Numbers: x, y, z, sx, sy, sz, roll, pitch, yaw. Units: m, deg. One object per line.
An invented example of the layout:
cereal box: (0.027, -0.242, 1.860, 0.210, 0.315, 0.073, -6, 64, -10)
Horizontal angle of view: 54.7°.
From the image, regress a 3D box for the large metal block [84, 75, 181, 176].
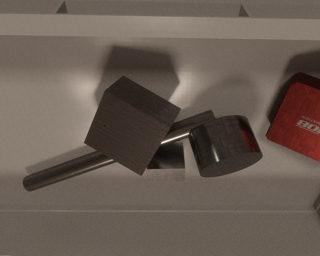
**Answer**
large metal block: (-0.033, -0.003, 0.371, 0.080, 0.050, 0.079, 30, 123, 1)

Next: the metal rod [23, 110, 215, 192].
metal rod: (-0.066, 0.037, 0.439, 0.301, 0.025, 0.025, -20, 128, 15)

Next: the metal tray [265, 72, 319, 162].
metal tray: (0.206, -0.001, 0.369, 0.130, 0.030, 0.089, 25, 132, 17)

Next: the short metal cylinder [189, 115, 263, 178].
short metal cylinder: (0.082, 0.025, 0.395, 0.081, 0.050, 0.080, -13, 155, -6)

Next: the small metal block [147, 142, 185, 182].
small metal block: (0.008, 0.047, 0.433, 0.050, 0.050, 0.025, -1, 130, 0)
